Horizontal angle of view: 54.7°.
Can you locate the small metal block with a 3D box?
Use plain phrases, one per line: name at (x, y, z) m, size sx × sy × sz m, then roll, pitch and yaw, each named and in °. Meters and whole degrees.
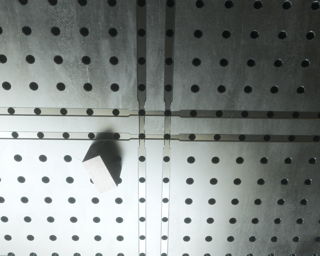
small metal block at (-0.077, 0.052, 0.418) m, size 0.025 × 0.050 × 0.050 m, roll -22°, pitch 109°, yaw 8°
